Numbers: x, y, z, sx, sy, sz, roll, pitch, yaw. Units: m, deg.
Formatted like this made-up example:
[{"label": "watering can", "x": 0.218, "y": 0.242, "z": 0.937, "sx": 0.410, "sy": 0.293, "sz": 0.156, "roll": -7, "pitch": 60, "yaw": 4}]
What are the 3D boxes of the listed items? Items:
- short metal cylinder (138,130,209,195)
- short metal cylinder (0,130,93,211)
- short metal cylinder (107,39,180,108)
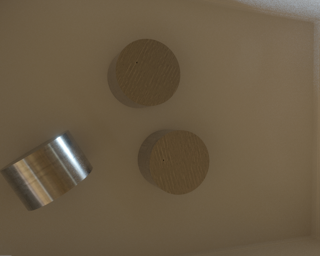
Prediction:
[{"label": "short metal cylinder", "x": 0.017, "y": 0.042, "z": 0.405, "sx": 0.081, "sy": 0.050, "sz": 0.079, "roll": 0, "pitch": 90, "yaw": -21}, {"label": "short metal cylinder", "x": -0.122, "y": 0.044, "z": 0.337, "sx": 0.080, "sy": 0.080, "sz": 0.050, "roll": -33, "pitch": 101, "yaw": -17}, {"label": "short metal cylinder", "x": -0.021, "y": -0.066, "z": 0.390, "sx": 0.081, "sy": 0.050, "sz": 0.079, "roll": 0, "pitch": 90, "yaw": -21}]
